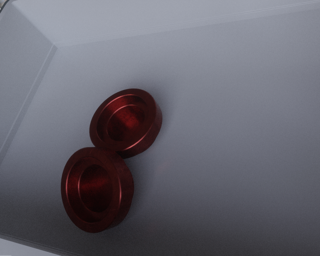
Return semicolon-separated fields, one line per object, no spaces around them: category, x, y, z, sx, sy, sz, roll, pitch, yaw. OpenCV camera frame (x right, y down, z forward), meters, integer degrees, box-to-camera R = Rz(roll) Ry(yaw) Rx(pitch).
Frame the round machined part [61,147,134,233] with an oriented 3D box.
round machined part;-0.070;0.071;0.372;0.098;0.042;0.097;-2;87;34

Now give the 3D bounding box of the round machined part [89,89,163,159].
round machined part;-0.042;-0.002;0.416;0.098;0.042;0.098;-13;55;19
